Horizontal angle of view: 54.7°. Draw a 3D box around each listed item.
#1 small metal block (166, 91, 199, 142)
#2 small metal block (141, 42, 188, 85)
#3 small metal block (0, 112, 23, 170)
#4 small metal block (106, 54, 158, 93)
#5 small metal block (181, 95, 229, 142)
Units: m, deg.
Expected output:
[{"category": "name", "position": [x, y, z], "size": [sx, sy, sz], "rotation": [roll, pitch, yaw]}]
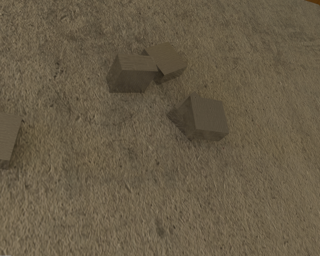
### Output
[{"category": "small metal block", "position": [0.046, -0.017, 0.439], "size": [0.050, 0.025, 0.050], "rotation": [48, 51, 5]}, {"category": "small metal block", "position": [0.004, -0.098, 0.465], "size": [0.050, 0.025, 0.050], "rotation": [-28, 77, -37]}, {"category": "small metal block", "position": [-0.170, 0.010, 0.306], "size": [0.050, 0.025, 0.050], "rotation": [14, 56, -21]}, {"category": "small metal block", "position": [-0.038, -0.071, 0.410], "size": [0.050, 0.050, 0.025], "rotation": [-4, 64, -30]}, {"category": "small metal block", "position": [0.059, -0.012, 0.411], "size": [0.050, 0.025, 0.050], "rotation": [7, 59, -24]}]
